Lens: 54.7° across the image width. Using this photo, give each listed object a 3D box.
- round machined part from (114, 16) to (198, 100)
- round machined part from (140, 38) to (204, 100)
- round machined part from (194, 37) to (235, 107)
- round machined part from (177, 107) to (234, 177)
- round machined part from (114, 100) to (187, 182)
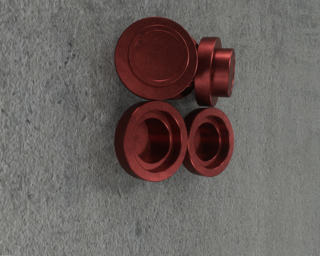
[{"bbox_3d":[-0.004,-0.081,0.363,0.099,0.042,0.097,0,93,-7],"label":"round machined part"},{"bbox_3d":[0.020,-0.087,0.413,0.099,0.042,0.097,0,90,-40],"label":"round machined part"},{"bbox_3d":[0.081,-0.078,0.437,0.098,0.042,0.097,5,91,-71],"label":"round machined part"},{"bbox_3d":[0.060,0.020,0.448,0.099,0.042,0.097,0,90,-40],"label":"round machined part"},{"bbox_3d":[-0.015,0.015,0.384,0.099,0.042,0.097,0,90,-40],"label":"round machined part"}]
